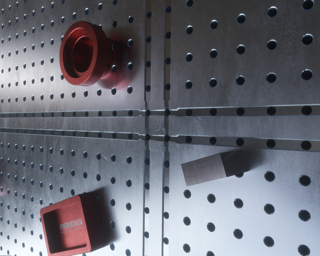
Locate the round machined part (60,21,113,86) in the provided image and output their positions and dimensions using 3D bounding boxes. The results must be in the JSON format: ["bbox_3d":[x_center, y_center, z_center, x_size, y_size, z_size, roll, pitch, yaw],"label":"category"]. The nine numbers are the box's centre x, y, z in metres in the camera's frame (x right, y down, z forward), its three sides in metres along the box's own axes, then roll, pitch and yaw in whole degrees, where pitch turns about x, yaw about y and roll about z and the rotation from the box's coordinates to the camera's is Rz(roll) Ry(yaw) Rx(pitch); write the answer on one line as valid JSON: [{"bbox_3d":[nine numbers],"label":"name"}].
[{"bbox_3d":[-0.113,-0.114,0.488,0.098,0.042,0.097,0,90,39],"label":"round machined part"}]

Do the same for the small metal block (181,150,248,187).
[{"bbox_3d":[0.060,0.044,0.342,0.050,0.050,0.025,-22,76,37],"label":"small metal block"}]

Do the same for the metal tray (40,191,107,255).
[{"bbox_3d":[-0.152,0.168,0.528,0.130,0.030,0.090,-26,74,36],"label":"metal tray"}]
